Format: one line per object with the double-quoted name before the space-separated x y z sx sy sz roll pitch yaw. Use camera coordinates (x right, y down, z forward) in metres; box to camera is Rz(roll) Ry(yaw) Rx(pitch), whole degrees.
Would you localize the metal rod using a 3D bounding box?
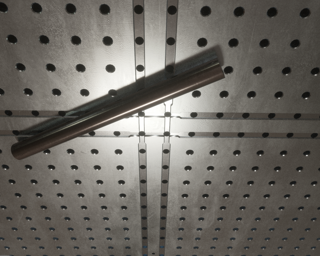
"metal rod" -0.065 -0.018 0.395 0.301 0.025 0.025 -21 127 16
